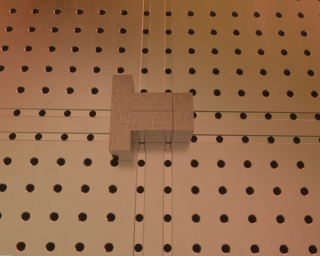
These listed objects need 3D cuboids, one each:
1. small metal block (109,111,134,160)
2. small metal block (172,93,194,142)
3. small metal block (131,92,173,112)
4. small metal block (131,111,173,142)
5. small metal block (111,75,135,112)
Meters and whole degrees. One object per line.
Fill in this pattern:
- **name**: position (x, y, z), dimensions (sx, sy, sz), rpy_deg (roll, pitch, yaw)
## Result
- **small metal block**: position (-0.048, 0.011, 0.393), dimensions (0.025, 0.050, 0.050), rpy_deg (0, 70, 0)
- **small metal block**: position (0.028, -0.013, 0.403), dimensions (0.025, 0.050, 0.050), rpy_deg (0, 70, 0)
- **small metal block**: position (-0.010, -0.024, 0.406), dimensions (0.050, 0.050, 0.025), rpy_deg (0, 70, -1)
- **small metal block**: position (-0.010, -0.001, 0.398), dimensions (0.050, 0.050, 0.025), rpy_deg (0, 70, -1)
- **small metal block**: position (-0.048, -0.036, 0.410), dimensions (0.025, 0.050, 0.050), rpy_deg (0, 70, 0)
